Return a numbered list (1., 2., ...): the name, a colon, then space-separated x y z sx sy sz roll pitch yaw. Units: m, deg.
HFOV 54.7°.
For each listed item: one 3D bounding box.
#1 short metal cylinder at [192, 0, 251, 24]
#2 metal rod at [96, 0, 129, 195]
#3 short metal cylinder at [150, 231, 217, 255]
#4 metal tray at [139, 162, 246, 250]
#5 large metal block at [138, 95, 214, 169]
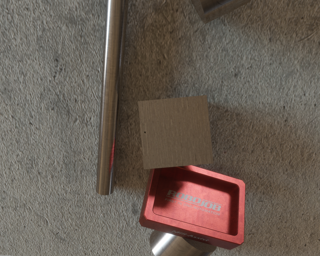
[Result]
1. short metal cylinder: 0.054 -0.158 0.323 0.050 0.080 0.080 -25 108 9
2. metal rod: -0.061 -0.050 0.390 0.025 0.025 0.298 6 110 -3
3. short metal cylinder: 0.033 0.159 0.440 0.080 0.080 0.050 32 107 -11
4. metal tray: 0.046 0.098 0.411 0.131 0.090 0.030 17 144 -7
5. large metal block: 0.019 0.006 0.384 0.080 0.050 0.080 -5 86 1
